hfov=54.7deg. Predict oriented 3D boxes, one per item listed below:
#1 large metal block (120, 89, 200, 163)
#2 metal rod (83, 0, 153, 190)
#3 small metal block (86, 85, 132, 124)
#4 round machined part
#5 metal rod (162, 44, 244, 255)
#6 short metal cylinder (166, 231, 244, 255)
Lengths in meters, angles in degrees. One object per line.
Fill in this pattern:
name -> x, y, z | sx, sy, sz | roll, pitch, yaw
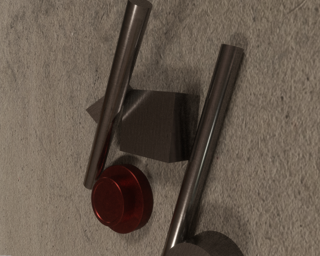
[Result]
large metal block -> -0.001, -0.005, 0.388 | 0.080, 0.050, 0.079 | 9, 96, 39
metal rod -> -0.064, -0.018, 0.401 | 0.025, 0.025, 0.298 | 49, 136, 28
small metal block -> -0.069, -0.037, 0.440 | 0.050, 0.050, 0.025 | -28, 104, 36
round machined part -> -0.060, 0.102, 0.441 | 0.098, 0.042, 0.097 | 0, 90, 39
metal rod -> 0.043, 0.053, 0.368 | 0.025, 0.025, 0.298 | 23, 104, 37
short metal cylinder -> 0.050, 0.162, 0.346 | 0.080, 0.050, 0.079 | 0, 90, 39
